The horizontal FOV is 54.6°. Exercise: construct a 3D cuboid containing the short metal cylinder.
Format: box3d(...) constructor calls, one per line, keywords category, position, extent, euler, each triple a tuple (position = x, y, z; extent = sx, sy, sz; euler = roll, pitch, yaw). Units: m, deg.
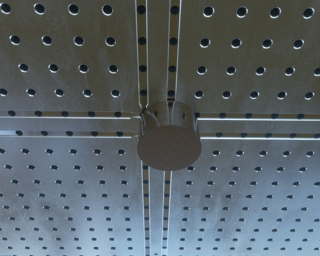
box3d(category="short metal cylinder", position=(0.012, 0.011, 0.404), extent=(0.080, 0.050, 0.080), euler=(0, 130, 0))
